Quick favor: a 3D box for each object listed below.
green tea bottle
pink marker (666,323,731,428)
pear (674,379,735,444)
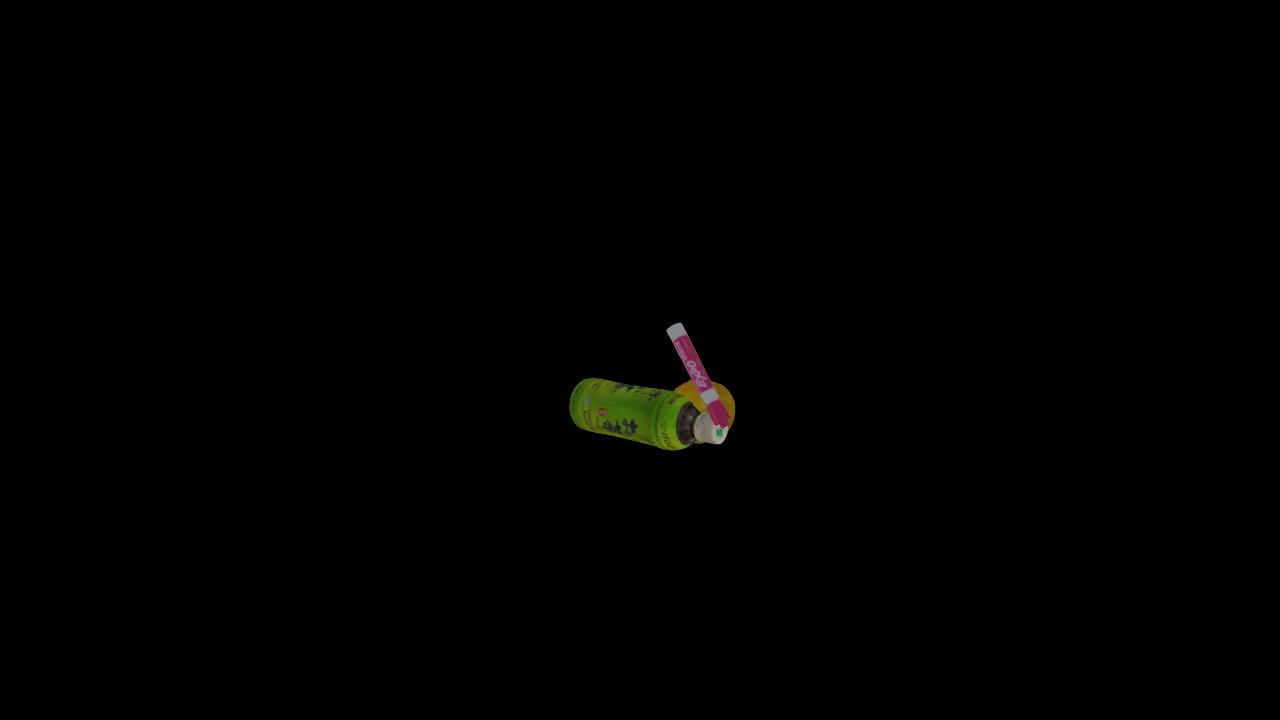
[{"bbox_3d":[0.009,0.066,0.729,0.212,0.073,0.073,6,4,40],"label":"green tea bottle"},{"bbox_3d":[0.063,0.017,0.652,0.020,0.121,0.020,-25,-13,-6],"label":"pink marker"},{"bbox_3d":[0.067,0.048,0.738,0.080,0.080,0.111,0,27,-12],"label":"pear"}]
